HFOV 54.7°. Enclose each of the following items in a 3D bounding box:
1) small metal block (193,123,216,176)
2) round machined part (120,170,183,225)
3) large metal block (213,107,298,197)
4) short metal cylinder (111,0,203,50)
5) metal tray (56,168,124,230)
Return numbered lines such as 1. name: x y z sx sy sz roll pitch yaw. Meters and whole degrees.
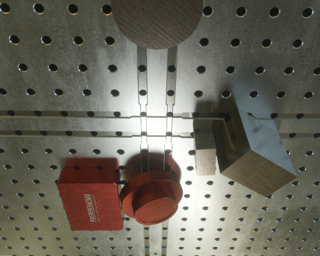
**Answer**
1. small metal block: 0.060 0.029 0.421 0.025 0.050 0.050 -4 130 3
2. round machined part: -0.010 0.114 0.481 0.099 0.042 0.097 -11 133 -12
3. large metal block: 0.119 0.031 0.403 0.080 0.080 0.050 29 124 -22
4. short metal cylinder: -0.002 -0.122 0.291 0.081 0.050 0.079 0 130 0
5. metal tray: -0.109 0.121 0.510 0.091 0.030 0.129 0 130 0
